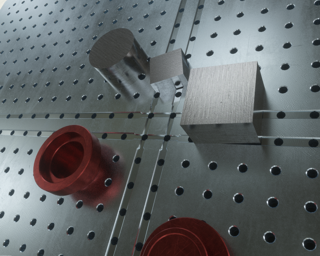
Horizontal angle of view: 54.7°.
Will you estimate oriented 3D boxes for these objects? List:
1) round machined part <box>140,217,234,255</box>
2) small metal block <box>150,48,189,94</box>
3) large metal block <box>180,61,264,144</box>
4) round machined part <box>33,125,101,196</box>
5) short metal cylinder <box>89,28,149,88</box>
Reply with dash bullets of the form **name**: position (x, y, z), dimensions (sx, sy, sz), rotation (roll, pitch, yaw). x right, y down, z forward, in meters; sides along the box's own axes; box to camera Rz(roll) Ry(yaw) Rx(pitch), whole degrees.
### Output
- **round machined part**: position (0.021, 0.136, 0.303), dimensions (0.098, 0.042, 0.098), rotation (-13, 56, 21)
- **small metal block**: position (0.013, -0.083, 0.452), dimensions (0.050, 0.025, 0.050), rotation (-15, 56, 20)
- **large metal block**: position (0.077, -0.028, 0.369), dimensions (0.080, 0.050, 0.080), rotation (-2, 61, 27)
- **round machined part**: position (-0.123, 0.048, 0.433), dimensions (0.098, 0.042, 0.098), rotation (-13, 56, 21)
- **short metal cylinder**: position (-0.065, -0.112, 0.495), dimensions (0.080, 0.050, 0.080), rotation (-13, 56, 21)
